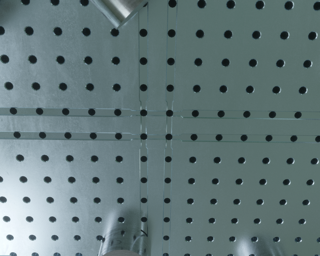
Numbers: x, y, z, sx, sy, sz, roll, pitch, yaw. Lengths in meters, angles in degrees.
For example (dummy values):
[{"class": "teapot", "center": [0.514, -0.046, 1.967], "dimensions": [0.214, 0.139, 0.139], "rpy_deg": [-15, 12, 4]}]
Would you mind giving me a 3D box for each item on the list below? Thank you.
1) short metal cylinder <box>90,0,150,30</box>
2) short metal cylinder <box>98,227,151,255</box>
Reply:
[{"class": "short metal cylinder", "center": [-0.035, -0.151, 0.328], "dimensions": [0.080, 0.080, 0.050], "rpy_deg": [-40, 105, 13]}, {"class": "short metal cylinder", "center": [-0.054, 0.200, 0.473], "dimensions": [0.081, 0.050, 0.079], "rpy_deg": [0, 110, 0]}]
